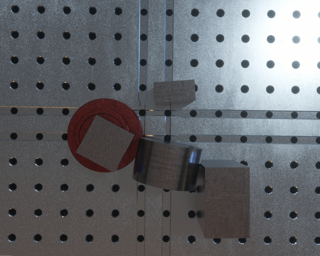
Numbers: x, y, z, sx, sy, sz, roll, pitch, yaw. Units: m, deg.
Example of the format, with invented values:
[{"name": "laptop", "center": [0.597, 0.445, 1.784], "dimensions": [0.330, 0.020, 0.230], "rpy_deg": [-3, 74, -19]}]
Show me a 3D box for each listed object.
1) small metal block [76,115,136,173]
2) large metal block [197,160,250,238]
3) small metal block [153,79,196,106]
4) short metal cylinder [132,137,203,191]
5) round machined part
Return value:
[{"name": "small metal block", "center": [-0.063, 0.018, 0.371], "dimensions": [0.050, 0.025, 0.050], "rpy_deg": [28, 90, -1]}, {"name": "large metal block", "center": [0.075, 0.084, 0.387], "dimensions": [0.050, 0.080, 0.079], "rpy_deg": [0, 90, 0]}, {"name": "small metal block", "center": [0.018, -0.045, 0.401], "dimensions": [0.050, 0.050, 0.025], "rpy_deg": [-4, 90, -1]}, {"name": "short metal cylinder", "center": [0.009, 0.043, 0.386], "dimensions": [0.080, 0.080, 0.050], "rpy_deg": [11, 91, -1]}, {"name": "round machined part", "center": [-0.072, 0.010, 0.404], "dimensions": [0.099, 0.042, 0.097], "rpy_deg": [0, 90, -1]}]
